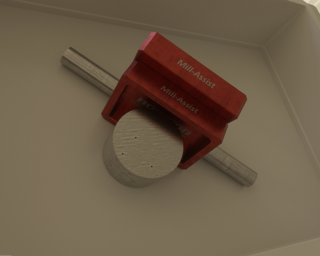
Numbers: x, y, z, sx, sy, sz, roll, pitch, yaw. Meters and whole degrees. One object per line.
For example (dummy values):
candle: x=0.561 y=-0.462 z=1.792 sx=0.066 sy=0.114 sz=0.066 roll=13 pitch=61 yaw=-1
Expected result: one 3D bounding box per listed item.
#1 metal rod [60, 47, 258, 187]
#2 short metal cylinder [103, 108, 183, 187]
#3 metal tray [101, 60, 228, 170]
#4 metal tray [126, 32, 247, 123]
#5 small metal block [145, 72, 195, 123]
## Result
metal rod: x=0.003 y=-0.011 z=0.415 sx=0.301 sy=0.025 sz=0.025 roll=34 pitch=51 yaw=-6
short metal cylinder: x=-0.020 y=0.024 z=0.356 sx=0.081 sy=0.050 sz=0.080 roll=9 pitch=66 yaw=-19
metal tray: x=0.003 y=-0.010 z=0.371 sx=0.130 sy=0.090 sz=0.030 roll=34 pitch=51 yaw=-7
metal tray: x=0.026 y=-0.047 z=0.374 sx=0.130 sy=0.090 sz=0.030 roll=34 pitch=68 yaw=-7
small metal block: x=0.015 y=-0.043 z=0.440 sx=0.050 sy=0.025 sz=0.050 roll=35 pitch=51 yaw=-5
